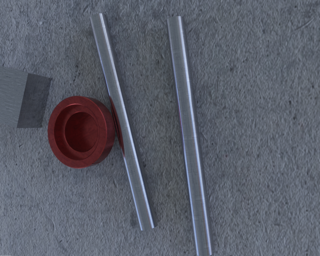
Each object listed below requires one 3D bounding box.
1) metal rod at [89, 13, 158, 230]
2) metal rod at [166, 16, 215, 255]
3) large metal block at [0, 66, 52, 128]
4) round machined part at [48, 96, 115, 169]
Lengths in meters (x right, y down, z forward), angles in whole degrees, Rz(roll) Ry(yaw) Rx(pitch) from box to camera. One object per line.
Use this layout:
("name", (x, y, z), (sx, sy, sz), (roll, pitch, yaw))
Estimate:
("metal rod", (-0.051, -0.012, 0.425), (0.025, 0.025, 0.298), (-16, 85, 19))
("metal rod", (0.038, 0.008, 0.394), (0.025, 0.025, 0.298), (-8, 87, 19))
("large metal block", (-0.222, -0.049, 0.472), (0.080, 0.050, 0.079), (16, 95, 19))
("round machined part", (-0.104, 0.005, 0.433), (0.098, 0.042, 0.097), (0, 91, 23))
